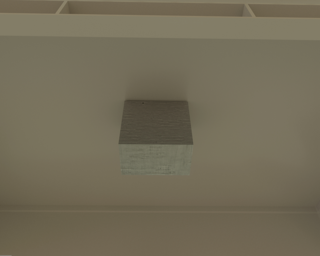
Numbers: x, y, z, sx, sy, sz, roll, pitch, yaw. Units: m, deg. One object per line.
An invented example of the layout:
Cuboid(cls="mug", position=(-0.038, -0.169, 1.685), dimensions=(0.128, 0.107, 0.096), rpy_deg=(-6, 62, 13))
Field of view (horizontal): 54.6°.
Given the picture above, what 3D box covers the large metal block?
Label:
Cuboid(cls="large metal block", position=(-0.005, 0.011, 0.379), dimensions=(0.080, 0.080, 0.050), rpy_deg=(1, 130, -1))
